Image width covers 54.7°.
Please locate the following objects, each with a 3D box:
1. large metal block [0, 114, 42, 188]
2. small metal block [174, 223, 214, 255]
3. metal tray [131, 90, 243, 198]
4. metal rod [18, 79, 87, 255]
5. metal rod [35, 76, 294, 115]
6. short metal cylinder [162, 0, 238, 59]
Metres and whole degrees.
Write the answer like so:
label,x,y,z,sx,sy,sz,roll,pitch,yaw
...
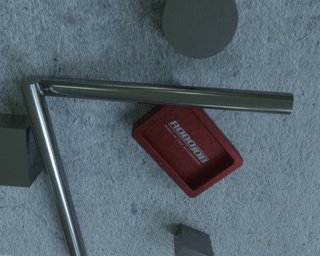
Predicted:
label,x,y,z,sx,sy,sz,roll,pitch,yaw
large metal block,-0.203,0.027,0.404,0.081,0.050,0.079,5,110,-2
small metal block,0.049,0.177,0.462,0.050,0.050,0.025,25,108,-9
metal tray,0.037,0.022,0.415,0.090,0.030,0.130,-38,106,12
metal rod,-0.138,0.081,0.423,0.025,0.025,0.298,-5,115,1
metal rod,-0.003,-0.040,0.367,0.302,0.025,0.025,5,110,8
short metal cylinder,0.043,-0.122,0.352,0.081,0.050,0.079,0,110,-1
